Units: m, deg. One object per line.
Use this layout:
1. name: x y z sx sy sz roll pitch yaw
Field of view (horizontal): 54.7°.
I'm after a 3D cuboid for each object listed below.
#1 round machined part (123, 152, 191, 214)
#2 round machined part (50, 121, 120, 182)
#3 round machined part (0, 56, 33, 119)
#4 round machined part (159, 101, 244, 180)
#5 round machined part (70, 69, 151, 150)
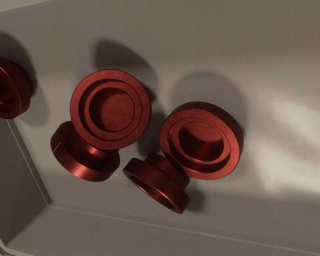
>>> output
1. round machined part: 0.001 0.070 0.420 0.098 0.042 0.098 33 162 13
2. round machined part: -0.095 0.023 0.428 0.098 0.098 0.042 41 111 0
3. round machined part: -0.239 -0.066 0.480 0.098 0.042 0.097 13 124 20
4. round machined part: 0.052 0.012 0.377 0.098 0.042 0.097 13 124 20
5. round machined part: -0.059 -0.023 0.393 0.099 0.042 0.097 0 93 1
